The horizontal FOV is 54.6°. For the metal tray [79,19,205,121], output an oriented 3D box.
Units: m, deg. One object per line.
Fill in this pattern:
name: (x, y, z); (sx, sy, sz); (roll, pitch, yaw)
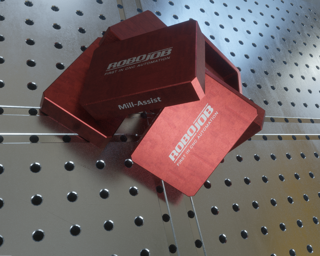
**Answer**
metal tray: (-0.018, -0.062, 0.339); (0.030, 0.130, 0.090); (54, 33, -49)

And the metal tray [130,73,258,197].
metal tray: (0.037, 0.005, 0.363); (0.090, 0.130, 0.030); (34, 13, -6)

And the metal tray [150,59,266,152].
metal tray: (0.059, -0.024, 0.411); (0.130, 0.090, 0.030); (33, 51, -7)

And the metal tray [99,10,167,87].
metal tray: (-0.016, -0.116, 0.443); (0.090, 0.030, 0.131); (42, 37, -4)

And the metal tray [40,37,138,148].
metal tray: (-0.075, -0.049, 0.394); (0.090, 0.030, 0.130); (34, 51, -7)

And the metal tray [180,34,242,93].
metal tray: (0.076, -0.080, 0.463); (0.130, 0.030, 0.090); (32, 48, -36)
